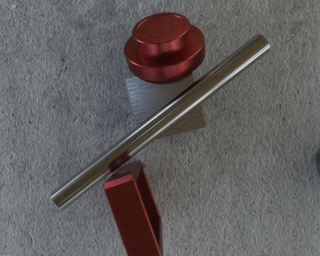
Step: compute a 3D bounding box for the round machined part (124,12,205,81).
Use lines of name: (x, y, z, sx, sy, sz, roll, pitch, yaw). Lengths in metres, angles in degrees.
round machined part: (0.004, -0.104, 0.374, 0.099, 0.042, 0.098, -6, 47, 7)

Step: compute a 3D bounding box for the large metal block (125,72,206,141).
large metal block: (0.007, -0.030, 0.398, 0.080, 0.050, 0.080, -14, 90, -1)

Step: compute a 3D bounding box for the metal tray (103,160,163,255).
metal tray: (-0.026, 0.090, 0.357, 0.030, 0.130, 0.090, -19, 90, 0)

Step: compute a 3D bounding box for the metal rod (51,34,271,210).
metal rod: (0.001, -0.007, 0.360, 0.301, 0.025, 0.025, -38, 90, 0)

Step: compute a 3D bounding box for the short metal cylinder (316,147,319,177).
short metal cylinder: (0.255, 0.047, 0.401, 0.081, 0.050, 0.079, 0, 90, -1)
